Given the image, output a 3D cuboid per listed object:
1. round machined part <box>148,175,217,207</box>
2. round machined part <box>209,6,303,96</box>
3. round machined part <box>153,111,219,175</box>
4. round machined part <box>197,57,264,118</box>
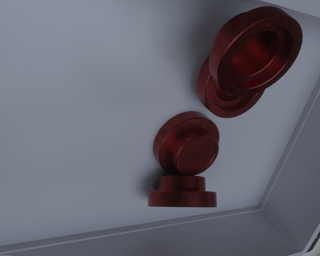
[{"bbox_3d":[0.032,0.092,0.449,0.099,0.098,0.042,10,74,-33],"label":"round machined part"},{"bbox_3d":[0.097,-0.084,0.333,0.099,0.042,0.097,-15,140,-13],"label":"round machined part"},{"bbox_3d":[0.043,0.029,0.439,0.099,0.042,0.097,-14,124,-21],"label":"round machined part"},{"bbox_3d":[0.091,-0.065,0.407,0.099,0.042,0.097,-14,124,-21],"label":"round machined part"}]
